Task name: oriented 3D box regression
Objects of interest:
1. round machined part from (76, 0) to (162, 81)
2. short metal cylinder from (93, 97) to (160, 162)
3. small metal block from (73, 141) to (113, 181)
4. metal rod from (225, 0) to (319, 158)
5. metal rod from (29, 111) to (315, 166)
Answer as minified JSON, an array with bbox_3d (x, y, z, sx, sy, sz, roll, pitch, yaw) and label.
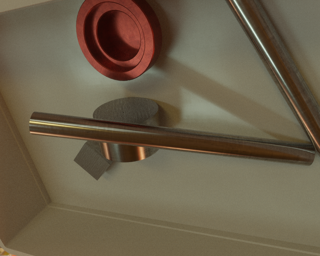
[{"bbox_3d":[-0.042,-0.107,0.352,0.098,0.042,0.097,13,124,20],"label":"round machined part"},{"bbox_3d":[-0.040,0.000,0.393,0.080,0.080,0.050,8,122,23],"label":"short metal cylinder"},{"bbox_3d":[-0.101,0.048,0.490,0.050,0.025,0.050,41,129,0],"label":"small metal block"},{"bbox_3d":[0.145,-0.026,0.315,0.025,0.025,0.299,-27,104,37],"label":"metal rod"},{"bbox_3d":[0.015,0.012,0.337,0.302,0.025,0.025,7,124,-2],"label":"metal rod"}]
